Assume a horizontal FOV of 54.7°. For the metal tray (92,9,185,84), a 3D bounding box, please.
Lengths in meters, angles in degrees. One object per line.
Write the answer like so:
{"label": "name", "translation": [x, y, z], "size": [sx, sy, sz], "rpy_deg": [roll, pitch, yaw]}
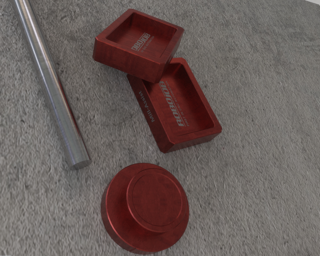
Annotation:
{"label": "metal tray", "translation": [-0.024, -0.118, 0.428], "size": [0.090, 0.030, 0.130], "rpy_deg": [21, 40, 2]}

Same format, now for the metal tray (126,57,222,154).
{"label": "metal tray", "translation": [0.019, -0.036, 0.432], "size": [0.091, 0.030, 0.130], "rpy_deg": [-12, 68, -33]}

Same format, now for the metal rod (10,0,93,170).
{"label": "metal rod", "translation": [-0.145, -0.089, 0.379], "size": [0.025, 0.025, 0.299], "rpy_deg": [-13, 68, -33]}

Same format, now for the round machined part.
{"label": "round machined part", "translation": [-0.011, 0.083, 0.337], "size": [0.099, 0.042, 0.098], "rpy_deg": [14, 56, -21]}
